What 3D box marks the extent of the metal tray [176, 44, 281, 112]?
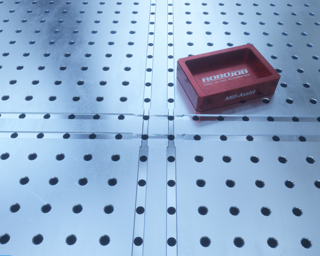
[{"bbox_3d":[0.101,-0.080,0.471,0.131,0.030,0.090,-15,52,-12],"label":"metal tray"}]
